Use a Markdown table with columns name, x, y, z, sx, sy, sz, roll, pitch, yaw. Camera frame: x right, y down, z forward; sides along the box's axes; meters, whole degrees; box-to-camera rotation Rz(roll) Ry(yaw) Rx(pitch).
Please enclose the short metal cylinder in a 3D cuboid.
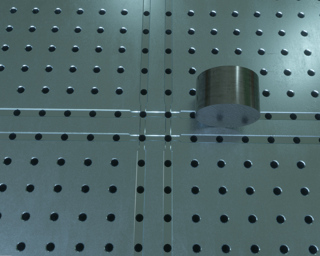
| name | x | y | z | sx | sy | sz | roll | pitch | yaw |
| --- | --- | --- | --- | --- | --- | --- | --- | --- | --- |
| short metal cylinder | 0.086 | -0.037 | 0.397 | 0.081 | 0.080 | 0.050 | 4 | 70 | 1 |
